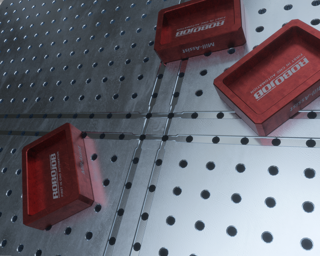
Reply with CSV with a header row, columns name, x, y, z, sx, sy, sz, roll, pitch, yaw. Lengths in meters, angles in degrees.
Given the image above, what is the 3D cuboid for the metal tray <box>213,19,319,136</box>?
name,x,y,z,sx,sy,sz,roll,pitch,yaw
metal tray,0.142,-0.062,0.368,0.130,0.030,0.090,-38,51,2

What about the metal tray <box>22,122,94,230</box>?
name,x,y,z,sx,sy,sz,roll,pitch,yaw
metal tray,-0.150,0.065,0.441,0.090,0.030,0.130,-28,52,10

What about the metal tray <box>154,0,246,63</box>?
name,x,y,z,sx,sy,sz,roll,pitch,yaw
metal tray,0.059,-0.154,0.467,0.130,0.030,0.090,-8,58,23
